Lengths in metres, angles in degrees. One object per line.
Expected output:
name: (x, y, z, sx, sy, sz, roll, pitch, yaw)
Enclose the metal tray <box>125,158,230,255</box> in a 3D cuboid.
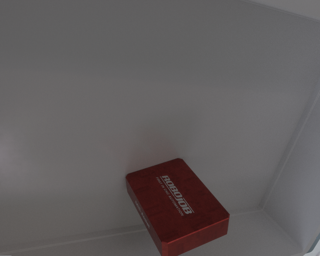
metal tray: (0.018, 0.098, 0.411, 0.091, 0.130, 0.030, -15, 125, -20)
